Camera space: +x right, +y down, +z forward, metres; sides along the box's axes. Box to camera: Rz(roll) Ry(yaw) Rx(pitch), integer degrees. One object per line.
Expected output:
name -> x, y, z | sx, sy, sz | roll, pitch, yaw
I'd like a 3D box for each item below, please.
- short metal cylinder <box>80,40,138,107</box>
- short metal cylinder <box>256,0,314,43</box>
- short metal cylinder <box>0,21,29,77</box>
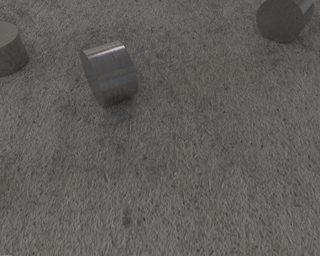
short metal cylinder -> -0.071, -0.075, 0.430 | 0.050, 0.080, 0.080 | -23, 54, -18
short metal cylinder -> 0.215, -0.196, 0.533 | 0.080, 0.080, 0.050 | 29, 56, 22
short metal cylinder -> -0.258, -0.125, 0.490 | 0.080, 0.050, 0.080 | 0, 50, 0
